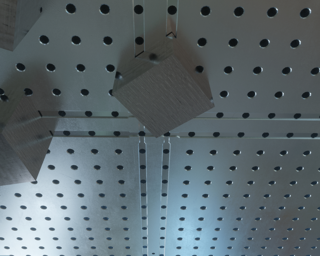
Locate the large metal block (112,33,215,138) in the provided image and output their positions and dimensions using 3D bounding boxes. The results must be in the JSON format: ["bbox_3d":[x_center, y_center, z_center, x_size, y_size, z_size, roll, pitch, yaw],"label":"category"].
[{"bbox_3d":[0.004,-0.046,0.356,0.080,0.050,0.080,-29,125,22],"label":"large metal block"}]

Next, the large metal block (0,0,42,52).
[{"bbox_3d":[-0.155,-0.120,0.271,0.081,0.080,0.050,16,128,-14],"label":"large metal block"}]

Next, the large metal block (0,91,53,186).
[{"bbox_3d":[-0.184,0.013,0.384,0.050,0.080,0.080,-9,130,7],"label":"large metal block"}]
